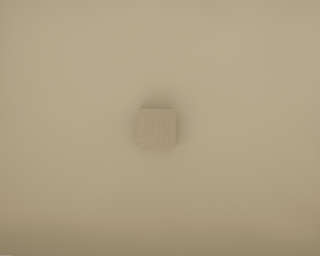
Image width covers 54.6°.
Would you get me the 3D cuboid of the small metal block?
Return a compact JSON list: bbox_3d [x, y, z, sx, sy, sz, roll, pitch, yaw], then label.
[{"bbox_3d":[-0.005,0.000,0.408,0.050,0.025,0.050,2,90,0],"label":"small metal block"}]
